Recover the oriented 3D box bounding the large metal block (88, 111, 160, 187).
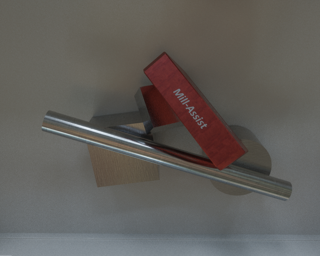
[{"bbox_3d":[-0.046,0.026,0.406,0.080,0.050,0.079,-7,110,2],"label":"large metal block"}]

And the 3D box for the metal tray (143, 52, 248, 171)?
[{"bbox_3d":[0.043,-0.017,0.343,0.030,0.090,0.130,-39,76,12],"label":"metal tray"}]

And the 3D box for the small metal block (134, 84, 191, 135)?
[{"bbox_3d":[0.003,-0.024,0.365,0.050,0.025,0.050,-13,76,-24],"label":"small metal block"}]

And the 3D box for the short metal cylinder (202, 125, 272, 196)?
[{"bbox_3d":[0.100,0.042,0.413,0.081,0.050,0.079,0,110,-1],"label":"short metal cylinder"}]

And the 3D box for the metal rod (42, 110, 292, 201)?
[{"bbox_3d":[0.014,0.035,0.369,0.302,0.025,0.025,17,109,-7],"label":"metal rod"}]
